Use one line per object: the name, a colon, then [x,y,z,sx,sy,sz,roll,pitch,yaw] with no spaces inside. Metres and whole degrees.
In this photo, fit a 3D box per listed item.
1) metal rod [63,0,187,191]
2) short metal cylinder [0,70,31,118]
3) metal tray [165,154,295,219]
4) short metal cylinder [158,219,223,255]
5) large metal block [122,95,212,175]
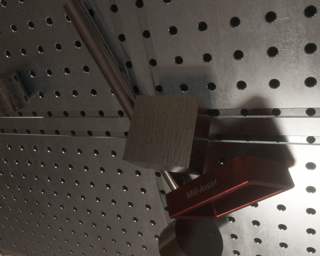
metal rod: [-0.035,-0.025,0.412,0.025,0.025,0.299,-18,109,35]
short metal cylinder: [-0.247,-0.050,0.472,0.080,0.080,0.050,-2,117,29]
metal tray: [0.081,0.077,0.377,0.091,0.030,0.129,14,142,-38]
short metal cylinder: [0.045,0.169,0.455,0.080,0.080,0.050,38,129,2]
large metal block: [0.011,0.008,0.366,0.080,0.080,0.050,4,164,26]
